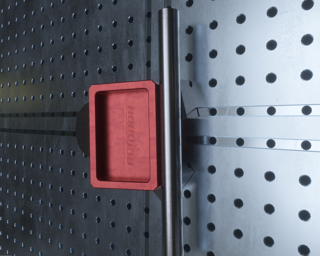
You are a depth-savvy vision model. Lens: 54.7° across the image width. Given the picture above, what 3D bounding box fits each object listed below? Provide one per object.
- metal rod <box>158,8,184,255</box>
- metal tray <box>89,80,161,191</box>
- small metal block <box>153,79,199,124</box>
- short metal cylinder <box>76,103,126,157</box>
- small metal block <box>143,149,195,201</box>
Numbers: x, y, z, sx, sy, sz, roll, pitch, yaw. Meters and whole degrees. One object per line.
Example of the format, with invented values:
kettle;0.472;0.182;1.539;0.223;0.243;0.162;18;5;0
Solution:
metal rod;0.013;0.012;0.364;0.025;0.025;0.298;-2;89;39
metal tray;-0.041;0.009;0.386;0.090;0.030;0.129;-1;89;20
small metal block;0.016;-0.029;0.394;0.050;0.025;0.050;-19;78;38
short metal cylinder;-0.079;0.002;0.454;0.080;0.050;0.079;0;90;39
small metal block;0.008;0.059;0.400;0.050;0.025;0.050;46;117;29
